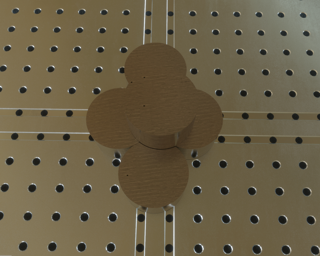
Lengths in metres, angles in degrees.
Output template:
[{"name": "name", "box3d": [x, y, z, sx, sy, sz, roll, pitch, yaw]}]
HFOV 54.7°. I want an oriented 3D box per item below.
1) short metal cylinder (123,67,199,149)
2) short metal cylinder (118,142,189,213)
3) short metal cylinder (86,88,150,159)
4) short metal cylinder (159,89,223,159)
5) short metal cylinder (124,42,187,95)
[{"name": "short metal cylinder", "box3d": [0.001, -0.021, 0.352, 0.081, 0.050, 0.080, 0, 70, 0]}, {"name": "short metal cylinder", "box3d": [-0.007, 0.060, 0.376, 0.081, 0.050, 0.080, 0, 68, 0]}, {"name": "short metal cylinder", "box3d": [-0.049, -0.005, 0.400, 0.081, 0.050, 0.080, 0, 70, 0]}, {"name": "short metal cylinder", "box3d": [0.036, -0.004, 0.399, 0.081, 0.050, 0.080, 0, 70, 0]}, {"name": "short metal cylinder", "box3d": [-0.006, -0.068, 0.423, 0.081, 0.050, 0.080, 0, 70, -1]}]
